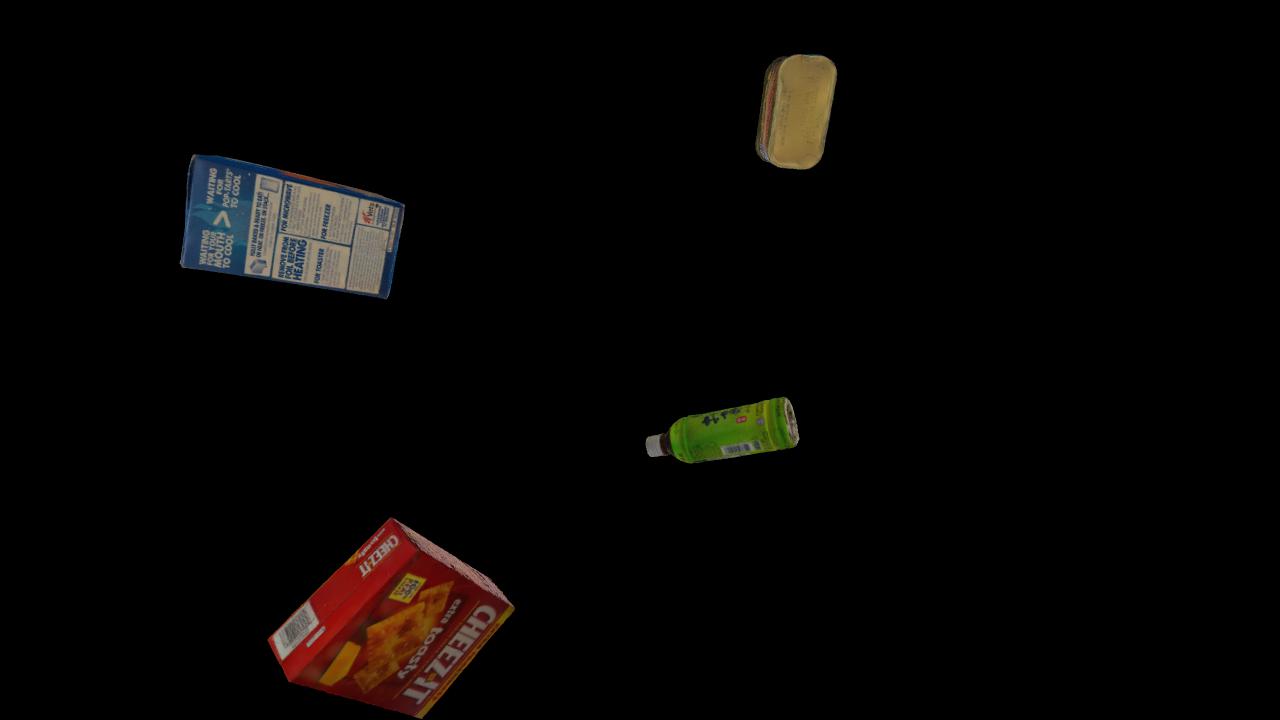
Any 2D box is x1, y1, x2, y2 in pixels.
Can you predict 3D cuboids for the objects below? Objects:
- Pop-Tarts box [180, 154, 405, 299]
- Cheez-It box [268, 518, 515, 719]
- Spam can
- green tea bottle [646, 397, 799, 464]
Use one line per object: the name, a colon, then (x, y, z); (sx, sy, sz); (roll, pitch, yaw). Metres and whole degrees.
Pop-Tarts box: (-0.293, -0.116, 0.525); (0.141, 0.083, 0.167); (7, 12, -32)
Cheez-It box: (-0.265, 0.299, 0.698); (0.071, 0.166, 0.223); (31, -20, 37)
Spam can: (0.149, -0.237, 0.592); (0.058, 0.101, 0.085); (5, 24, 2)
green tea bottle: (0.108, 0.105, 0.857); (0.212, 0.073, 0.073); (-14, -5, 21)
